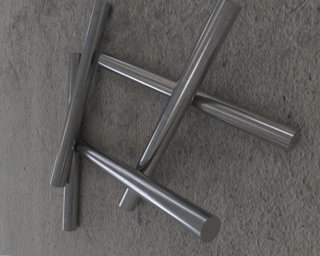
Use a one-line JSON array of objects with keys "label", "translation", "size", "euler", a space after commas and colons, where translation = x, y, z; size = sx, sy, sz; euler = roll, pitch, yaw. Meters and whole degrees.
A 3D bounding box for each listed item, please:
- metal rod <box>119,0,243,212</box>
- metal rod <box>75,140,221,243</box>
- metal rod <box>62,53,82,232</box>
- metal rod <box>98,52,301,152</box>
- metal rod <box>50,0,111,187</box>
[{"label": "metal rod", "translation": [0.010, -0.005, 0.369], "size": [0.025, 0.025, 0.298], "euler": [46, 126, 30]}, {"label": "metal rod", "translation": [-0.041, 0.061, 0.394], "size": [0.300, 0.025, 0.025], "euler": [19, 102, 52]}, {"label": "metal rod", "translation": [-0.147, 0.025, 0.526], "size": [0.025, 0.025, 0.298], "euler": [5, 93, 40]}, {"label": "metal rod", "translation": [0.023, -0.046, 0.386], "size": [0.300, 0.025, 0.025], "euler": [28, 108, 36]}, {"label": "metal rod", "translation": [-0.128, -0.051, 0.492], "size": [0.025, 0.025, 0.298], "euler": [20, 97, 38]}]
